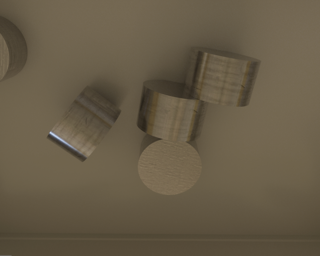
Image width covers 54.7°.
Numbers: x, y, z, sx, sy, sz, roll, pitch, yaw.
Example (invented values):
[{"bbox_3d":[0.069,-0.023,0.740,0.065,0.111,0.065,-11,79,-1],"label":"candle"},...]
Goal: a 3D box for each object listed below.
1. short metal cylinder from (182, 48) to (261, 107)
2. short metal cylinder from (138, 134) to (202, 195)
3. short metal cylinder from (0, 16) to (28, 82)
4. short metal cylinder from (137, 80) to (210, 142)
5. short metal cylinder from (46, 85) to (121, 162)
[{"bbox_3d":[0.070,-0.061,0.360,0.081,0.080,0.050,9,110,-4],"label":"short metal cylinder"},{"bbox_3d":[0.012,0.041,0.413,0.081,0.050,0.079,0,110,0],"label":"short metal cylinder"},{"bbox_3d":[-0.206,-0.091,0.362,0.081,0.050,0.079,0,110,0],"label":"short metal cylinder"},{"bbox_3d":[0.015,-0.023,0.373,0.081,0.080,0.050,10,110,-4],"label":"short metal cylinder"},{"bbox_3d":[-0.092,-0.005,0.379,0.050,0.080,0.080,37,106,-13],"label":"short metal cylinder"}]
